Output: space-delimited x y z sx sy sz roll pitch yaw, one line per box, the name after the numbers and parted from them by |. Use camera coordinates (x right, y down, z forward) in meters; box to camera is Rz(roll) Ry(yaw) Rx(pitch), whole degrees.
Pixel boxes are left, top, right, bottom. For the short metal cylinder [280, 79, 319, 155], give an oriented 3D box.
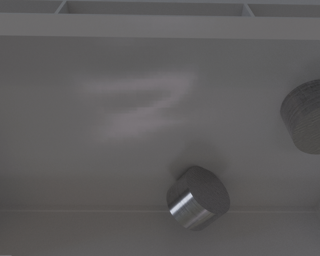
0.198 -0.013 0.383 0.081 0.050 0.079 0 130 0 | short metal cylinder

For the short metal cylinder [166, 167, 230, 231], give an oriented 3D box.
0.057 0.105 0.463 0.080 0.080 0.050 26 125 -21 | short metal cylinder

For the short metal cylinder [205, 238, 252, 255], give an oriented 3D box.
0.131 0.260 0.598 0.050 0.080 0.080 31 124 -23 | short metal cylinder
